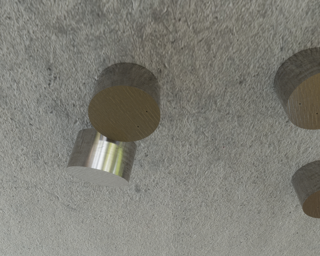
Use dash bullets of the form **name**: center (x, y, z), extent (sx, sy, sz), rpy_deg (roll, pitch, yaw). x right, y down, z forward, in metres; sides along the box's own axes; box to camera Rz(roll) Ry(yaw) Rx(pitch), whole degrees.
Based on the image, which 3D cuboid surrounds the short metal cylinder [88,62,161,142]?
- **short metal cylinder**: center (-0.040, -0.030, 0.365), extent (0.081, 0.050, 0.079), rpy_deg (0, 130, 0)

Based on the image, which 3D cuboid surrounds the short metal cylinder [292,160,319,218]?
- **short metal cylinder**: center (0.251, 0.094, 0.473), extent (0.081, 0.050, 0.079), rpy_deg (0, 130, 0)

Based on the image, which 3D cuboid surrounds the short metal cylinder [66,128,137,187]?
- **short metal cylinder**: center (-0.075, 0.040, 0.404), extent (0.080, 0.050, 0.080), rpy_deg (9, 156, 5)

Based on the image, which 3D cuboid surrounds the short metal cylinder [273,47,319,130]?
- **short metal cylinder**: center (0.178, -0.044, 0.354), extent (0.081, 0.050, 0.079), rpy_deg (0, 130, 0)
